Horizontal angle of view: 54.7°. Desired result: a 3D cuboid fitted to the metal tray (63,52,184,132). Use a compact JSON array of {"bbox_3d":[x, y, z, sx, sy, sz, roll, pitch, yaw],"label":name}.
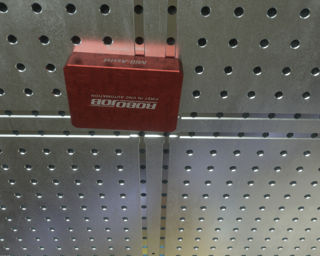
[{"bbox_3d":[-0.042,-0.040,0.374,0.131,0.030,0.089,3,130,-3],"label":"metal tray"}]
